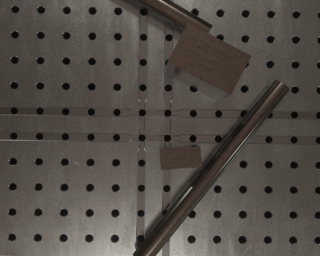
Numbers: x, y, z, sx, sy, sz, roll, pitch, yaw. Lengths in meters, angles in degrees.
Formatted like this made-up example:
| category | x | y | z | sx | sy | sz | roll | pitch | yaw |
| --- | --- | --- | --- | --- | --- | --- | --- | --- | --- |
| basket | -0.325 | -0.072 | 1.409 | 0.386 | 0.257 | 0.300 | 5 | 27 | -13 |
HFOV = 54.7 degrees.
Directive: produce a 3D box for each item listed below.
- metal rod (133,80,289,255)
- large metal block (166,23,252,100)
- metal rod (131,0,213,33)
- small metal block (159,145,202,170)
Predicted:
| category | x | y | z | sx | sy | sz | roll | pitch | yaw |
| --- | --- | --- | --- | --- | --- | --- | --- | --- | --- |
| metal rod | 0.068 | 0.059 | 0.414 | 0.025 | 0.025 | 0.300 | 39 | 90 | -1 |
| large metal block | 0.055 | -0.078 | 0.387 | 0.080 | 0.080 | 0.050 | 27 | 90 | -1 |
| metal rod | -0.066 | -0.201 | 0.412 | 0.301 | 0.025 | 0.025 | 30 | 90 | -1 |
| small metal block | 0.025 | 0.037 | 0.401 | 0.050 | 0.050 | 0.025 | -5 | 90 | -1 |
